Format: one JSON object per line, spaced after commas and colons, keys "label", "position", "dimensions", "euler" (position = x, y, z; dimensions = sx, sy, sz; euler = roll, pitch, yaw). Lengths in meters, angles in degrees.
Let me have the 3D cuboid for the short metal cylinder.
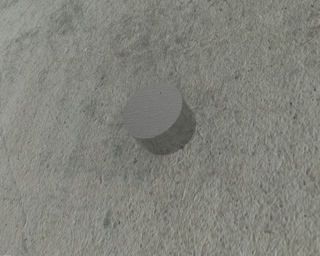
{"label": "short metal cylinder", "position": [0.000, -0.011, 0.395], "dimensions": [0.080, 0.050, 0.080], "euler": [-13, 56, 20]}
